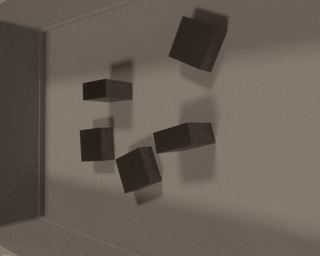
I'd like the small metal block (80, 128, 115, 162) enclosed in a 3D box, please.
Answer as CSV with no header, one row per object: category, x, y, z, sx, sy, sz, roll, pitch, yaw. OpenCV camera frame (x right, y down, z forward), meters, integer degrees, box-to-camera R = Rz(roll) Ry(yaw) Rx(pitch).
small metal block,-0.099,0.026,0.486,0.050,0.025,0.050,-7,86,39

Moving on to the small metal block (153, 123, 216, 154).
small metal block,0.029,0.012,0.365,0.050,0.050,0.025,-17,79,38

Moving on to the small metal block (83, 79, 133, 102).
small metal block,-0.076,-0.053,0.451,0.050,0.050,0.025,-2,89,39

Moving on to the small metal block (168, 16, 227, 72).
small metal block,0.044,-0.100,0.369,0.050,0.025,0.050,32,110,35

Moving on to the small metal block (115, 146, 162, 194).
small metal block,-0.030,0.058,0.430,0.050,0.025,0.050,-29,72,36
